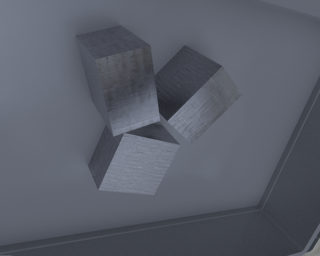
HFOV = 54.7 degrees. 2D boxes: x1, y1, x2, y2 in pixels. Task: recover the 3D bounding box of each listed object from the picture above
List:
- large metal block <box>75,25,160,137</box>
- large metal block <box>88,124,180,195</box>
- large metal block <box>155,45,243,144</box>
[{"bbox_3d":[-0.044,-0.051,0.317,0.050,0.080,0.079,-19,126,-17],"label":"large metal block"},{"bbox_3d":[-0.034,0.035,0.396,0.081,0.050,0.080,14,111,-34],"label":"large metal block"},{"bbox_3d":[0.034,-0.041,0.366,0.080,0.080,0.050,-45,129,3],"label":"large metal block"}]
